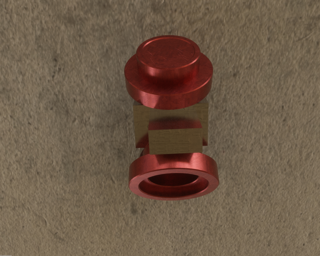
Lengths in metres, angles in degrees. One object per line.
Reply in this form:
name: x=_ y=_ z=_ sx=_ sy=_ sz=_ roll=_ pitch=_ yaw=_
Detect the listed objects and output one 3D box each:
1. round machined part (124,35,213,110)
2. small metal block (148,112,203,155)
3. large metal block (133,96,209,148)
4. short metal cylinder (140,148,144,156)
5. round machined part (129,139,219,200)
round machined part: x=0.009 y=-0.068 z=0.343 sx=0.099 sy=0.098 sz=0.042 roll=-2 pitch=135 yaw=0
small metal block: x=0.015 y=0.004 z=0.313 sx=0.050 sy=0.050 sz=0.025 roll=-2 pitch=110 yaw=1
large metal block: x=0.012 y=-0.016 z=0.375 sx=0.081 sy=0.080 sz=0.050 roll=-2 pitch=110 yaw=0
short metal cylinder: x=0.012 y=0.039 z=0.413 sx=0.081 sy=0.050 sz=0.079 roll=0 pitch=110 yaw=-1
round machined part: x=0.015 y=0.046 z=0.349 sx=0.099 sy=0.042 sz=0.098 roll=-1 pitch=149 yaw=-1
